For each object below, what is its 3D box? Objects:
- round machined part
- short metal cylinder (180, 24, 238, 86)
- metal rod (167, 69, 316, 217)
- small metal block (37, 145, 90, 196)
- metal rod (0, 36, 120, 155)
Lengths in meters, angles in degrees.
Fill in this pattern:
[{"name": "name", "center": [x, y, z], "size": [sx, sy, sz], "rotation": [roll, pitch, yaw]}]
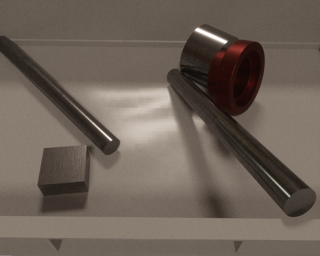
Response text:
[{"name": "round machined part", "center": [0.100, -0.070, 0.421], "size": [0.042, 0.097, 0.098], "rotation": [22, 52, 35]}, {"name": "short metal cylinder", "center": [0.074, -0.106, 0.459], "size": [0.050, 0.080, 0.080], "rotation": [34, 57, 24]}, {"name": "metal rod", "center": [0.060, -0.013, 0.344], "size": [0.025, 0.025, 0.300], "rotation": [-12, 29, -10]}, {"name": "small metal block", "center": [-0.110, 0.049, 0.362], "size": [0.050, 0.025, 0.050], "rotation": [-4, 50, -4]}, {"name": "metal rod", "center": [-0.163, -0.060, 0.453], "size": [0.025, 0.025, 0.300], "rotation": [-36, 59, -27]}]
